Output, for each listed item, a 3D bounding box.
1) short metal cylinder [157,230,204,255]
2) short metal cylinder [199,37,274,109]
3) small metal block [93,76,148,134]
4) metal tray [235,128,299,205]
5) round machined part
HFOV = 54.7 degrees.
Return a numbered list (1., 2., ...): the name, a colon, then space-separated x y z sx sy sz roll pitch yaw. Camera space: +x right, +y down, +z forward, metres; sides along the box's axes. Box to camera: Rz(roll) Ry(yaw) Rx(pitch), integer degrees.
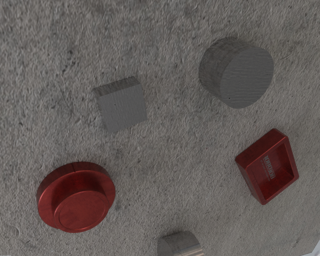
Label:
1. short metal cylinder: 0.035 0.222 0.528 0.050 0.080 0.079 -9 122 -24
2. short metal cylinder: 0.098 -0.072 0.400 0.081 0.050 0.079 -14 124 -21
3. small metal block: -0.046 -0.027 0.365 0.050 0.025 0.050 -21 127 -16
4. metal tray: 0.195 0.073 0.555 0.090 0.030 0.130 -37 129 -4
5. round machined part: -0.104 0.095 0.398 0.099 0.042 0.097 -14 124 -21
